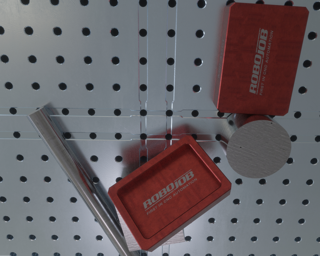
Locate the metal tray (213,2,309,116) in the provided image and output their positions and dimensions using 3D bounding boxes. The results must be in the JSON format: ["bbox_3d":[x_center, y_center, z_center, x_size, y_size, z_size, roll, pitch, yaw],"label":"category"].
[{"bbox_3d":[0.120,-0.082,0.382,0.091,0.030,0.129,3,110,-2],"label":"metal tray"}]

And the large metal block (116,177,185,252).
[{"bbox_3d":[-0.013,0.122,0.445,0.080,0.050,0.079,-12,110,4],"label":"large metal block"}]

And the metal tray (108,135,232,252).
[{"bbox_3d":[0.012,0.080,0.392,0.130,0.030,0.090,-34,64,-8],"label":"metal tray"}]

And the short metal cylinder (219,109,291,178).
[{"bbox_3d":[0.123,0.019,0.408,0.081,0.050,0.079,0,110,0],"label":"short metal cylinder"}]

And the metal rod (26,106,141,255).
[{"bbox_3d":[-0.097,0.104,0.450,0.025,0.025,0.299,-25,109,9],"label":"metal rod"}]
